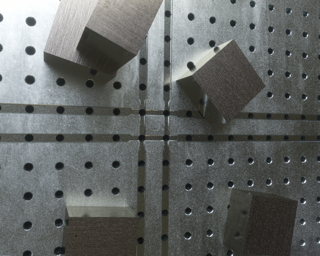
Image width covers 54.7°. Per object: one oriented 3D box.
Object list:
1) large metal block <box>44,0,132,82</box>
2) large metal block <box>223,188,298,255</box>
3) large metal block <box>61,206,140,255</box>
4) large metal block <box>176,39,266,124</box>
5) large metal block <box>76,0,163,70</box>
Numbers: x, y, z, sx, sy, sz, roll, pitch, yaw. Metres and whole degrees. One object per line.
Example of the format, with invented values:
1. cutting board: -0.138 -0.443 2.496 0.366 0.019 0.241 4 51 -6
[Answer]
1. large metal block: -0.085 -0.108 0.368 0.081 0.050 0.080 18 84 -20
2. large metal block: 0.147 0.138 0.456 0.081 0.050 0.080 11 86 -20
3. large metal block: -0.074 0.140 0.373 0.081 0.050 0.080 7 88 -20
4. large metal block: 0.085 -0.062 0.432 0.080 0.050 0.080 -42 104 -15
5. large metal block: -0.040 -0.113 0.316 0.050 0.080 0.080 27 81 -19
